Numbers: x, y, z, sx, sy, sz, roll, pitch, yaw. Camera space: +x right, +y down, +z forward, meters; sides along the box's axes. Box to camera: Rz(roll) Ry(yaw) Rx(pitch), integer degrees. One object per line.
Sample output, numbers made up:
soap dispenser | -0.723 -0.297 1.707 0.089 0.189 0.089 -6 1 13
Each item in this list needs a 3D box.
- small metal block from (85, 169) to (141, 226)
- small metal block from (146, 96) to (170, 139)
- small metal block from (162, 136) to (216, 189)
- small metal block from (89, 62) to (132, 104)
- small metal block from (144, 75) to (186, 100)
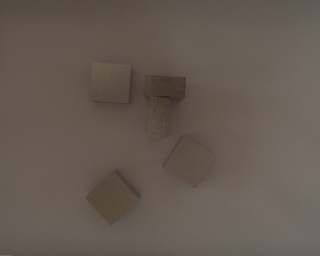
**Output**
small metal block | -0.061 0.091 0.411 0.050 0.025 0.050 -42 91 0
small metal block | -0.003 -0.013 0.399 0.025 0.050 0.050 5 90 0
small metal block | 0.038 0.044 0.412 0.050 0.025 0.050 33 90 -1
small metal block | -0.064 -0.058 0.411 0.050 0.025 0.050 4 90 -1
small metal block | 0.006 -0.051 0.399 0.050 0.050 0.025 3 90 -1
